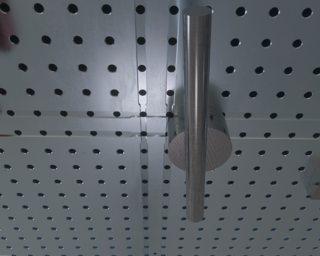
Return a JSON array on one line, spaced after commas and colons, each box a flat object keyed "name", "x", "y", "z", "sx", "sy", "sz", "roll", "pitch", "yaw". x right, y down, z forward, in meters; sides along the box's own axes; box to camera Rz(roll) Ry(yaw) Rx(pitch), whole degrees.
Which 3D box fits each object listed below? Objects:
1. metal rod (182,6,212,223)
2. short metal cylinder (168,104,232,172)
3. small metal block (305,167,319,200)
[{"name": "metal rod", "x": 0.041, "y": 0.014, "z": 0.358, "sx": 0.025, "sy": 0.025, "sz": 0.298, "roll": -3, "pitch": 130, "yaw": 2}, {"name": "short metal cylinder", "x": 0.050, "y": 0.013, "z": 0.407, "sx": 0.081, "sy": 0.050, "sz": 0.079, "roll": 0, "pitch": 130, "yaw": 0}, {"name": "small metal block", "x": 0.267, "y": 0.089, "z": 0.490, "sx": 0.050, "sy": 0.025, "sz": 0.050, "roll": 3, "pitch": 130, "yaw": -3}]
